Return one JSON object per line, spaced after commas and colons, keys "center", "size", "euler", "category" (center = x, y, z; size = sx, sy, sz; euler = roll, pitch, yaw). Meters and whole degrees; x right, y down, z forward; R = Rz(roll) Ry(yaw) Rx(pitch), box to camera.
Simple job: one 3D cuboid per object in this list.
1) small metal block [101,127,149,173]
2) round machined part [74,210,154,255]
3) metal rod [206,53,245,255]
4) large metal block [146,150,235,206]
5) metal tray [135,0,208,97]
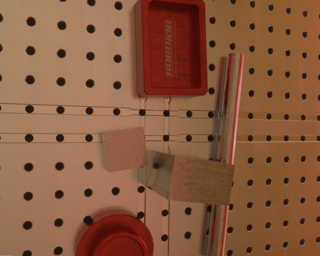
{"center": [-0.046, 0.026, 0.397], "size": [0.050, 0.025, 0.050], "euler": [-8, 93, -20], "category": "small metal block"}
{"center": [-0.054, 0.156, 0.385], "size": [0.099, 0.042, 0.097], "euler": [0, 90, -20], "category": "round machined part"}
{"center": [0.095, 0.041, 0.449], "size": [0.025, 0.025, 0.298], "euler": [7, 88, -20], "category": "metal rod"}
{"center": [0.036, 0.062, 0.398], "size": [0.081, 0.080, 0.050], "euler": [10, 87, -20], "category": "large metal block"}
{"center": [0.016, -0.107, 0.416], "size": [0.091, 0.030, 0.129], "euler": [-2, 91, -21], "category": "metal tray"}
